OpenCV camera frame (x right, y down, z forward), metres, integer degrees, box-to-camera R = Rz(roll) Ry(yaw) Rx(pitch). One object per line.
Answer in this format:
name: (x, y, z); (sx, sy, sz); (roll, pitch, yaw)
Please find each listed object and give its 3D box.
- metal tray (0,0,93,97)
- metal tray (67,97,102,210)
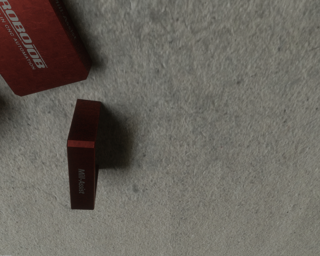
metal tray: (-0.138, -0.100, 0.316); (0.090, 0.030, 0.129); (-13, 129, 10)
metal tray: (-0.097, 0.035, 0.409); (0.030, 0.090, 0.129); (4, 131, -8)
